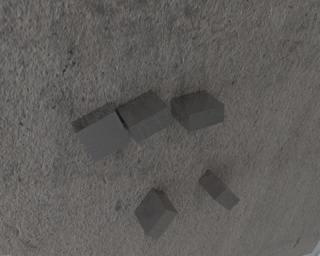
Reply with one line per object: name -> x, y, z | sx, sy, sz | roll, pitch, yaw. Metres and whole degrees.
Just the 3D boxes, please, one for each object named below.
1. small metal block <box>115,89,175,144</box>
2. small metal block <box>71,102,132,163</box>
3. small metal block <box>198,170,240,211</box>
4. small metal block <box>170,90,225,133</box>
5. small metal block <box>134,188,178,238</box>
small metal block -> -0.019, -0.015, 0.371 | 0.050, 0.050, 0.025 | -29, 128, -10
small metal block -> -0.069, 0.005, 0.372 | 0.050, 0.025, 0.050 | -30, 129, -9
small metal block -> 0.096, 0.102, 0.506 | 0.025, 0.050, 0.050 | -47, 129, 4
small metal block -> 0.048, -0.023, 0.402 | 0.050, 0.050, 0.025 | -16, 125, -19
small metal block -> -0.007, 0.127, 0.465 | 0.025, 0.050, 0.050 | 27, 104, -37
